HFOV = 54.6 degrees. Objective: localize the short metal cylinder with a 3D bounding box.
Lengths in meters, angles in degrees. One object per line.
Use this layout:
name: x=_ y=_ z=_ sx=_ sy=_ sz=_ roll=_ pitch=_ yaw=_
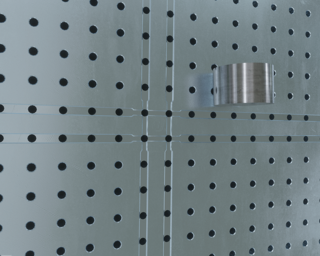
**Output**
short metal cylinder: x=0.114 y=-0.057 z=0.425 sx=0.081 sy=0.080 sz=0.050 roll=-2 pitch=91 yaw=-20
